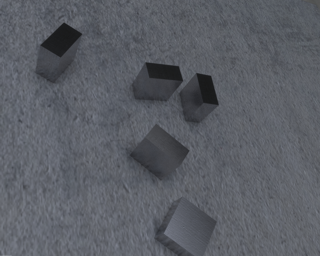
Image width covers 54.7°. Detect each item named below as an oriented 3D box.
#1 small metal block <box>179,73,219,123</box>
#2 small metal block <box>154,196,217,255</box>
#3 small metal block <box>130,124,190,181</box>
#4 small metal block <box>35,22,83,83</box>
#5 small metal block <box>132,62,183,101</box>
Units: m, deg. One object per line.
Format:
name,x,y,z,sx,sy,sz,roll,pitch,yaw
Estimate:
small metal block,0.055,-0.042,0.445,0.025,0.050,0.050,6,59,-26
small metal block,0.030,0.115,0.351,0.050,0.025,0.050,37,51,-4
small metal block,-0.001,0.030,0.370,0.050,0.050,0.025,39,51,-2
small metal block,-0.124,-0.091,0.378,0.025,0.050,0.050,31,52,-9
small metal block,-0.004,-0.062,0.425,0.050,0.050,0.025,0,62,-28
